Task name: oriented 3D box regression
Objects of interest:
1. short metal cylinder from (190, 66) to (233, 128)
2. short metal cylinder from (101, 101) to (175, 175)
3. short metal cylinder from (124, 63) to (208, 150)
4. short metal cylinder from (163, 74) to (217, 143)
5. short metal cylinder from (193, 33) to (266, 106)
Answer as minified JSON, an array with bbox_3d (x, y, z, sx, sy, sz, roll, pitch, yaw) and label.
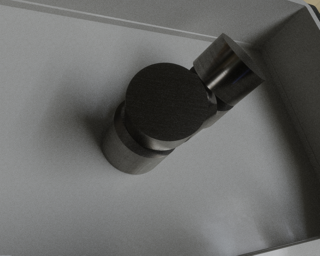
[{"bbox_3d":[0.063,-0.046,0.451,0.081,0.050,0.080,14,56,-21],"label":"short metal cylinder"},{"bbox_3d":[-0.024,0.009,0.370,0.081,0.050,0.080,14,56,-21],"label":"short metal cylinder"},{"bbox_3d":[0.004,-0.020,0.321,0.081,0.050,0.080,2,75,-8],"label":"short metal cylinder"},{"bbox_3d":[0.026,-0.026,0.400,0.050,0.080,0.080,-34,81,-38],"label":"short metal cylinder"},{"bbox_3d":[0.089,-0.075,0.400,0.080,0.050,0.080,35,29,-23],"label":"short metal cylinder"}]
